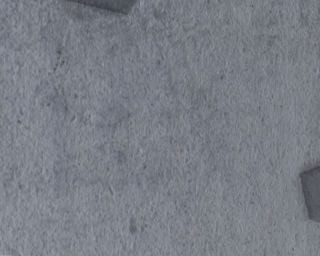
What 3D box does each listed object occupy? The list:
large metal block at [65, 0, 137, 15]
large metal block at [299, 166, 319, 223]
[{"bbox_3d":[-0.069,-0.192,0.371,0.081,0.050,0.080,7,88,-20],"label":"large metal block"},{"bbox_3d":[0.285,0.104,0.504,0.081,0.050,0.080,-16,96,-20],"label":"large metal block"}]
